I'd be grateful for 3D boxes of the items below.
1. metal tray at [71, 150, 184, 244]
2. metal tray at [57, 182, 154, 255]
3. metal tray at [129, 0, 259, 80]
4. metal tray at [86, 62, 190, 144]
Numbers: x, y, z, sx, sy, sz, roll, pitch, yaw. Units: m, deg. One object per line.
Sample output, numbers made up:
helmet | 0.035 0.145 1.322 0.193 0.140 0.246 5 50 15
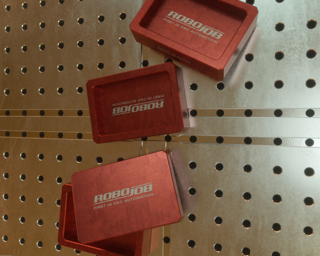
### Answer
metal tray | -0.043 0.089 0.398 0.131 0.030 0.090 -15 71 6
metal tray | -0.078 0.129 0.436 0.130 0.030 0.089 6 92 19
metal tray | 0.040 -0.126 0.381 0.130 0.030 0.090 29 82 17
metal tray | -0.032 -0.031 0.420 0.130 0.030 0.089 -9 87 19
